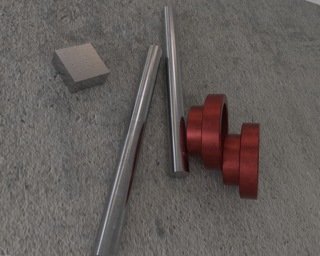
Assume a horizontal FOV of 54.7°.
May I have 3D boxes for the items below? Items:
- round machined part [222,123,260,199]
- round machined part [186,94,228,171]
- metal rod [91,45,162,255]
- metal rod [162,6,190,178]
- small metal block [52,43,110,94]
[{"bbox_3d":[0.106,0.041,0.401,0.042,0.098,0.098,2,52,18],"label":"round machined part"},{"bbox_3d":[0.062,0.005,0.400,0.042,0.098,0.098,2,52,18],"label":"round machined part"},{"bbox_3d":[-0.031,0.005,0.383,0.025,0.025,0.300,22,54,-15],"label":"metal rod"},{"bbox_3d":[0.020,-0.071,0.457,0.025,0.025,0.299,12,57,-22],"label":"metal rod"},{"bbox_3d":[-0.101,-0.077,0.396,0.050,0.025,0.050,-26,76,-37],"label":"small metal block"}]
